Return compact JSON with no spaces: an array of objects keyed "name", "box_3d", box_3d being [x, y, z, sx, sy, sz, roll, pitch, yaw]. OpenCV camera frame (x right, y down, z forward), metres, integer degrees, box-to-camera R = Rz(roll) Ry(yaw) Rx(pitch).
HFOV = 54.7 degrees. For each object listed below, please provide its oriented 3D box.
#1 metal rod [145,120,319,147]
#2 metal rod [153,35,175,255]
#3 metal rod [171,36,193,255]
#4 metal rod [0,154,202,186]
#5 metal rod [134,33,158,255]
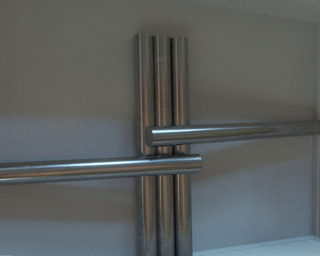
[{"name":"metal rod","box_3d":[0.122,0.005,0.437,0.303,0.025,0.025,-2,91,-27]},{"name":"metal rod","box_3d":[0.004,0.029,0.412,0.025,0.025,0.298,-2,91,-20]},{"name":"metal rod","box_3d":[0.029,0.028,0.421,0.025,0.025,0.298,-2,91,-20]},{"name":"metal rod","box_3d":[-0.097,0.049,0.357,0.302,0.025,0.025,-1,91,-15]},{"name":"metal rod","box_3d":[-0.019,0.030,0.403,0.025,0.025,0.298,-2,91,-20]}]
